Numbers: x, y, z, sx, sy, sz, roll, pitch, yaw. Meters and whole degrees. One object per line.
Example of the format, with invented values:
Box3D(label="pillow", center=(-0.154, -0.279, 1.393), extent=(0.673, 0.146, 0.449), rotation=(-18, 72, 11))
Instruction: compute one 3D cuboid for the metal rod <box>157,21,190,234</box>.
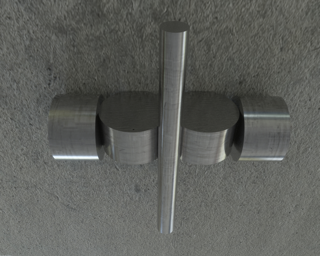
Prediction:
Box3D(label="metal rod", center=(0.010, 0.029, 0.353), extent=(0.025, 0.025, 0.298), rotation=(0, 130, -1))

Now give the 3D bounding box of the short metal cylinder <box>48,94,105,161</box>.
Box3D(label="short metal cylinder", center=(-0.095, -0.001, 0.371), extent=(0.050, 0.080, 0.079), rotation=(1, 130, -1))

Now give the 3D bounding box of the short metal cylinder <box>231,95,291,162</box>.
Box3D(label="short metal cylinder", center=(0.116, 0.001, 0.375), extent=(0.050, 0.080, 0.079), rotation=(1, 130, -1))

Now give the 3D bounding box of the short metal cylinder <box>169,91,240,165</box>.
Box3D(label="short metal cylinder", center=(0.050, -0.002, 0.371), extent=(0.081, 0.080, 0.050), rotation=(1, 130, -1))

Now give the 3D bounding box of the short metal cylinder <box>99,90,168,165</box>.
Box3D(label="short metal cylinder", center=(-0.030, -0.002, 0.371), extent=(0.081, 0.080, 0.050), rotation=(1, 130, -1))
